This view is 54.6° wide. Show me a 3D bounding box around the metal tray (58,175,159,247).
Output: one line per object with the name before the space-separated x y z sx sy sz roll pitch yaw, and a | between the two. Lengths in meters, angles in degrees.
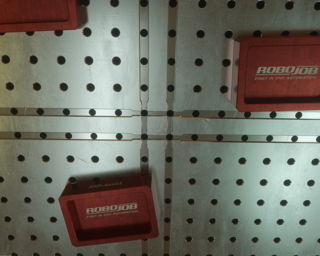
metal tray | -0.071 0.122 0.455 0.131 0.030 0.089 -8 110 2

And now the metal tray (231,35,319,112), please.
metal tray | 0.159 -0.068 0.386 0.131 0.030 0.089 -1 110 0

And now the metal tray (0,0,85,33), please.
metal tray | -0.159 -0.156 0.351 0.131 0.030 0.089 -2 110 0
